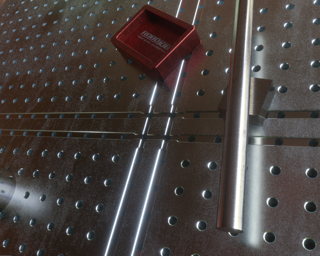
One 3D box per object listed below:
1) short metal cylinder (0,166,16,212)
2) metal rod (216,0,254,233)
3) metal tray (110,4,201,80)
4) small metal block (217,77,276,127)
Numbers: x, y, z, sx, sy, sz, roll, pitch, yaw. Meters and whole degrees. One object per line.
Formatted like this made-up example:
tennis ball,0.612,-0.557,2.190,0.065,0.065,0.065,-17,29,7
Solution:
short metal cylinder,-0.274,0.093,0.479,0.080,0.050,0.080,-13,56,21
metal rod,0.089,-0.037,0.352,0.025,0.025,0.300,-3,60,26
metal tray,-0.010,-0.141,0.496,0.090,0.030,0.130,-46,51,-4
small metal block,0.105,-0.034,0.374,0.050,0.025,0.050,15,69,34
